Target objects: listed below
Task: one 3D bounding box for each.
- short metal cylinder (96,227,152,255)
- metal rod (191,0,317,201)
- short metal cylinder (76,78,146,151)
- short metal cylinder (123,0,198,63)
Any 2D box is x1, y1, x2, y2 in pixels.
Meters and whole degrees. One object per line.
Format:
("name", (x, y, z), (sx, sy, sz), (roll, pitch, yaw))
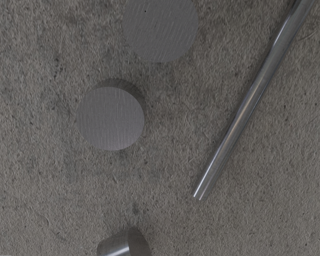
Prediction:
("short metal cylinder", (-0.049, 0.193, 0.451), (0.050, 0.080, 0.080), (-26, 108, 9))
("metal rod", (0.114, -0.032, 0.398), (0.025, 0.025, 0.298), (21, 109, -8))
("short metal cylinder", (-0.059, -0.018, 0.389), (0.081, 0.050, 0.079), (0, 110, 0))
("short metal cylinder", (0.001, -0.118, 0.353), (0.081, 0.050, 0.079), (0, 110, 0))
